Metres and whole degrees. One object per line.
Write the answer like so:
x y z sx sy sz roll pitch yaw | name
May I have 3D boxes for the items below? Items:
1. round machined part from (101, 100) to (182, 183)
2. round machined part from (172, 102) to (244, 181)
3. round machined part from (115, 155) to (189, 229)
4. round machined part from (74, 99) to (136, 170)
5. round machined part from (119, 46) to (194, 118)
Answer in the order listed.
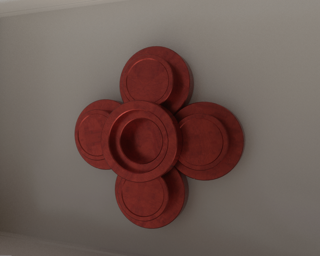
-0.019 0.015 0.384 0.098 0.042 0.097 0 90 20 | round machined part
0.052 0.016 0.381 0.098 0.042 0.097 0 90 20 | round machined part
-0.015 0.083 0.405 0.098 0.042 0.097 -1 88 18 | round machined part
-0.077 0.009 0.426 0.098 0.042 0.097 0 90 20 | round machined part
-0.009 -0.058 0.401 0.098 0.042 0.097 0 90 20 | round machined part
